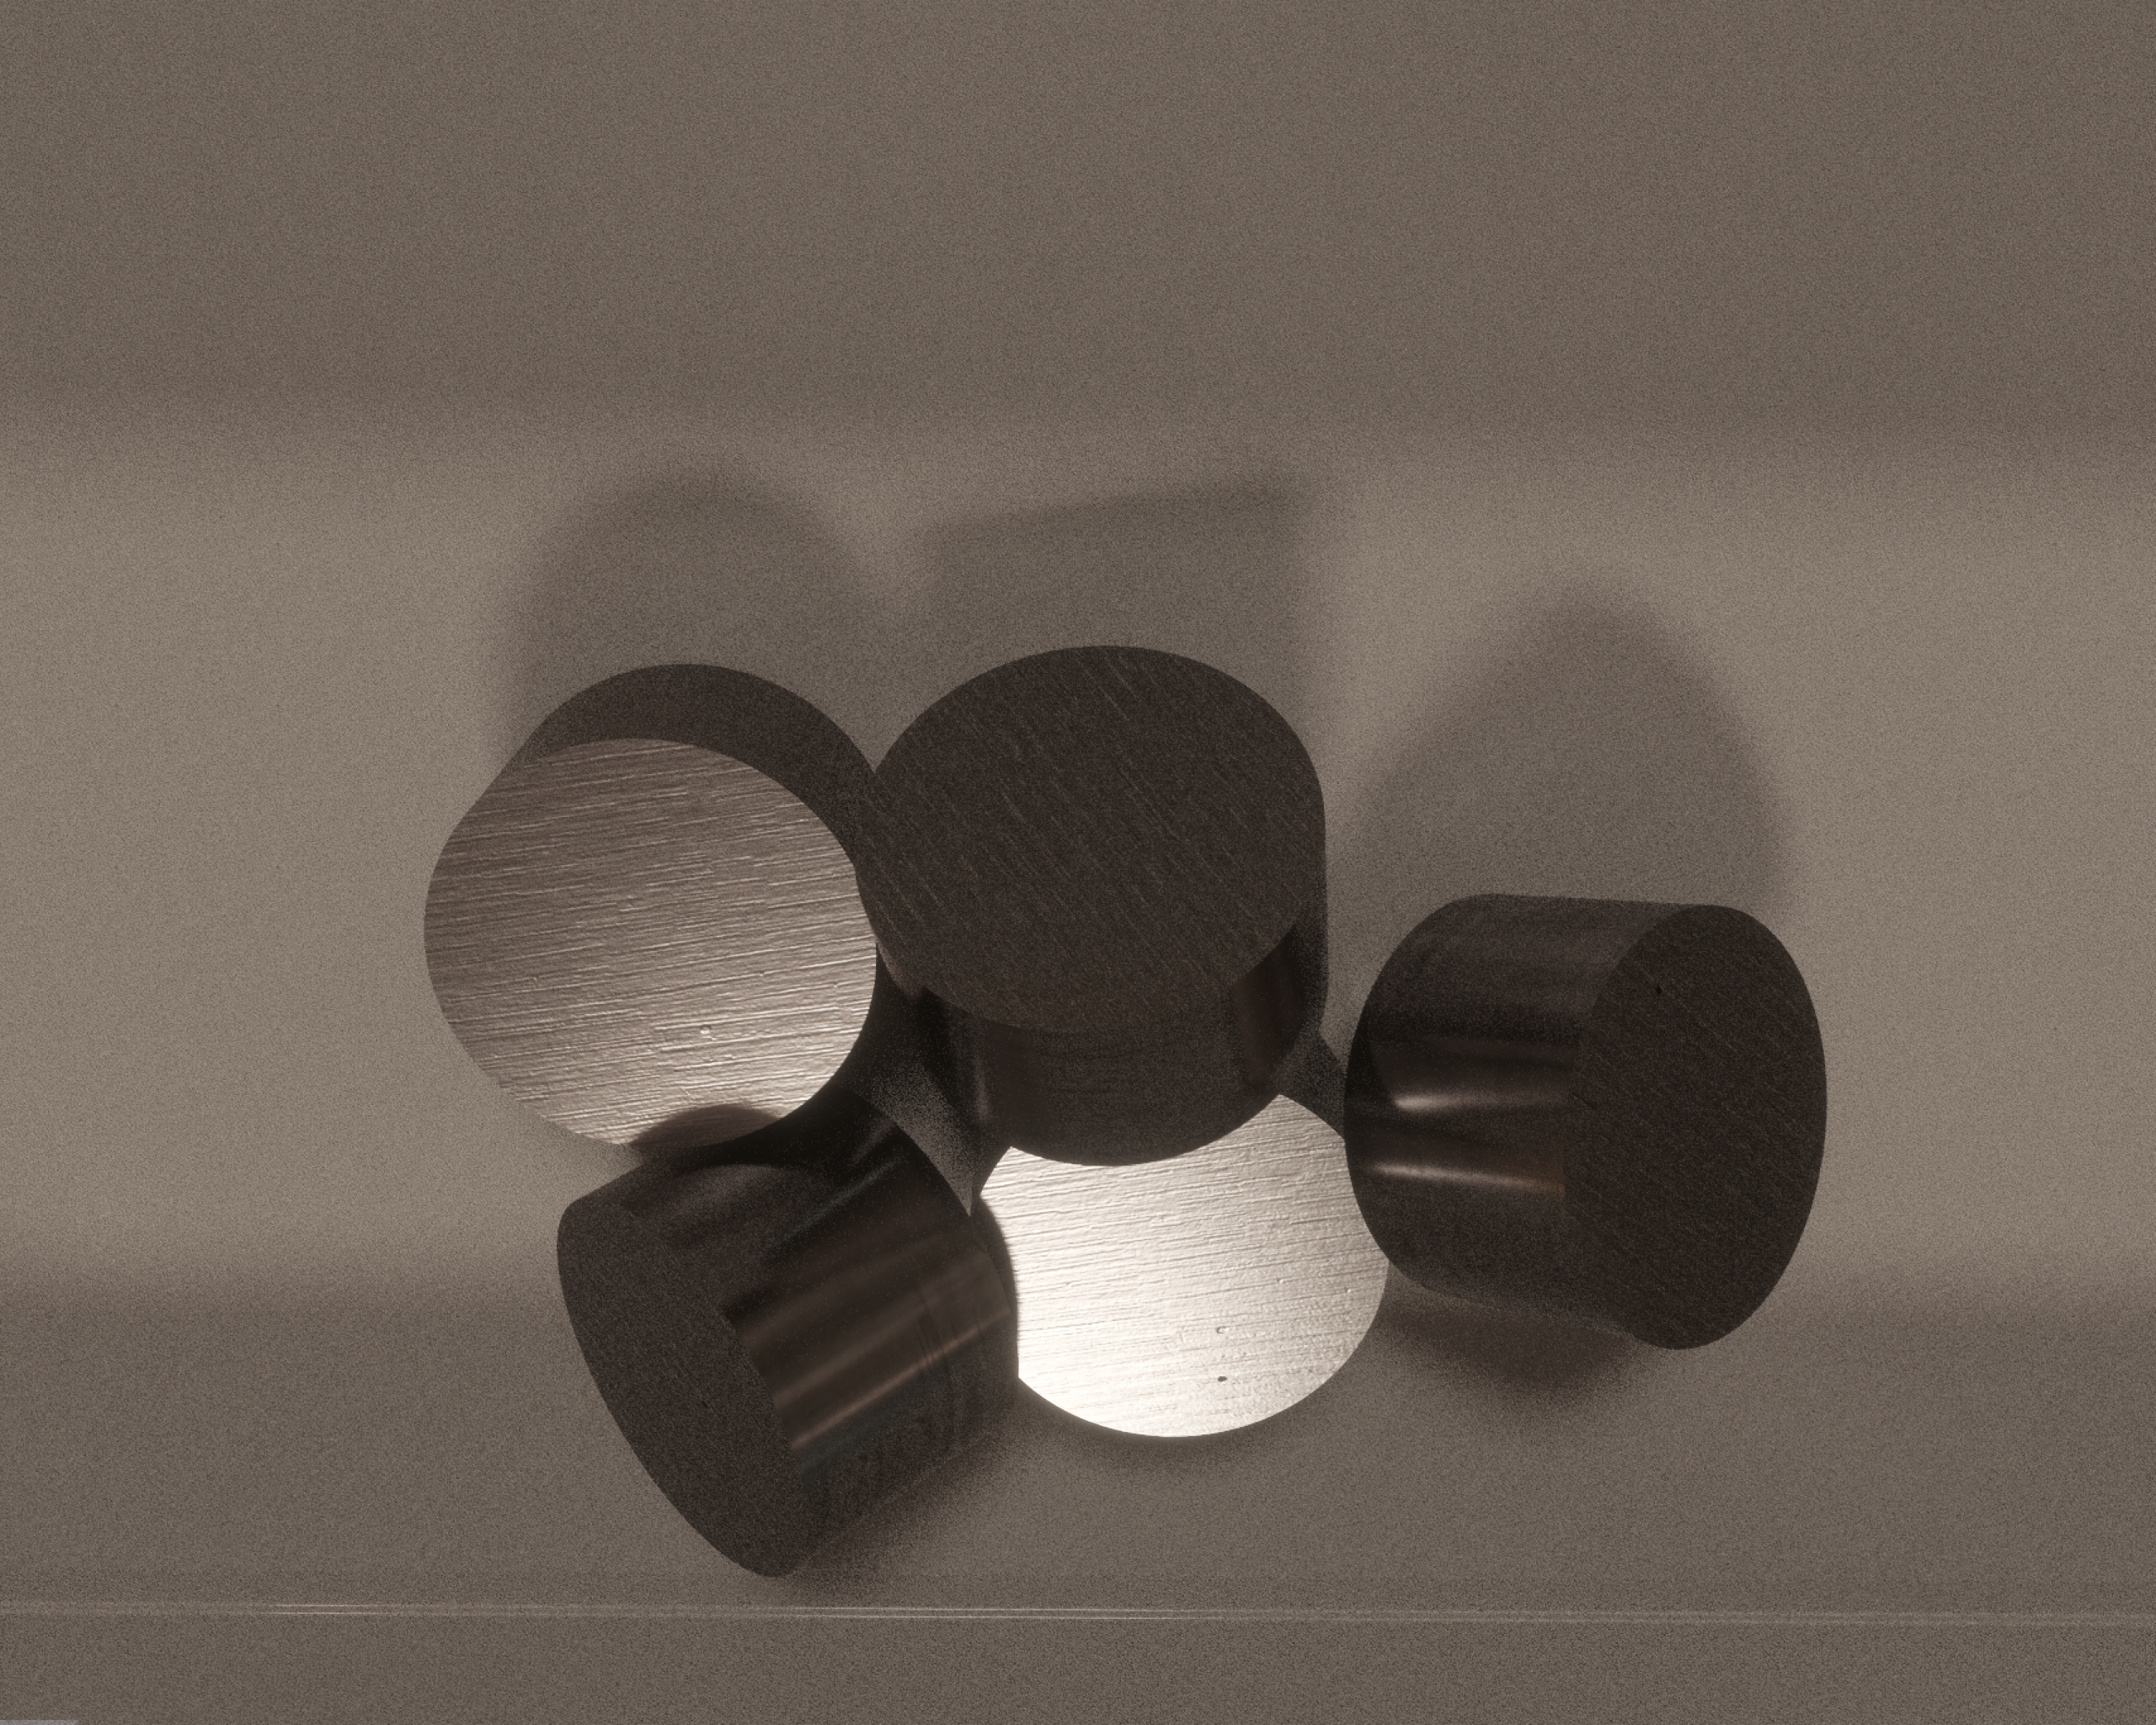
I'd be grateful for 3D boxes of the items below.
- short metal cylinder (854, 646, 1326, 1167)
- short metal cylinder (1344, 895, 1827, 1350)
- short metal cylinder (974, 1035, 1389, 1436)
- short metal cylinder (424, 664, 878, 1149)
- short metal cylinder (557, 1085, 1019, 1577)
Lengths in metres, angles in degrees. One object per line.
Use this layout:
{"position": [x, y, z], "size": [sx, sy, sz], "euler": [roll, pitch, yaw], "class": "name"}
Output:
{"position": [0.004, 0.008, 0.375], "size": [0.080, 0.080, 0.050], "euler": [-8, 146, 2], "class": "short metal cylinder"}
{"position": [0.096, 0.047, 0.393], "size": [0.081, 0.050, 0.079], "euler": [-2, 93, -39], "class": "short metal cylinder"}
{"position": [0.019, 0.067, 0.421], "size": [0.081, 0.050, 0.079], "euler": [0, 110, -1], "class": "short metal cylinder"}
{"position": [-0.077, 0.007, 0.397], "size": [0.081, 0.050, 0.079], "euler": [0, 110, -1], "class": "short metal cylinder"}
{"position": [-0.057, 0.089, 0.405], "size": [0.050, 0.080, 0.079], "euler": [-27, 115, -36], "class": "short metal cylinder"}
